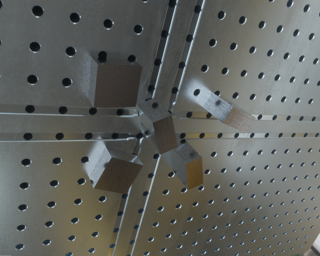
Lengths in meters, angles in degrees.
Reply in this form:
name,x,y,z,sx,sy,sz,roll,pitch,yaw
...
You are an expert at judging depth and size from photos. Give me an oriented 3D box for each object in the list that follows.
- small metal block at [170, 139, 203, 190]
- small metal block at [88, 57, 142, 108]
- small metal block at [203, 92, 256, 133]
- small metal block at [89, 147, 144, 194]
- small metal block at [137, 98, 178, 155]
name,x,y,z,sx,sy,sz,roll,pitch,yaw
small metal block,0.038,0.052,0.450,0.025,0.050,0.050,-20,126,-17
small metal block,-0.052,-0.051,0.352,0.050,0.025,0.050,-3,120,-27
small metal block,0.097,-0.022,0.437,0.050,0.050,0.025,20,108,-36
small metal block,-0.059,0.058,0.416,0.050,0.025,0.050,20,107,-36
small metal block,-0.004,-0.003,0.393,0.025,0.050,0.050,-23,127,-15
